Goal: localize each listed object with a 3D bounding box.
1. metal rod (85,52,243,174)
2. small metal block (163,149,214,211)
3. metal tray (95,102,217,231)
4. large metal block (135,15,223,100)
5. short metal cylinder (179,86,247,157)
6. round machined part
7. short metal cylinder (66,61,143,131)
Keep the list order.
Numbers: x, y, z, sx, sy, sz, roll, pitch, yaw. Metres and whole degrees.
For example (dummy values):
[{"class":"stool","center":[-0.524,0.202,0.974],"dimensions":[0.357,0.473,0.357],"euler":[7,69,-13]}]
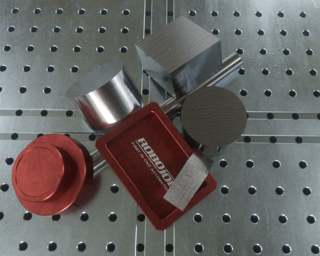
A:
[{"class":"metal rod","center":[-0.008,-0.012,0.418],"dimensions":[0.301,0.025,0.025],"euler":[-36,74,-12]},{"class":"small metal block","center":[0.033,0.057,0.347],"dimensions":[0.025,0.050,0.050],"euler":[33,109,9]},{"class":"metal tray","center":[-0.005,0.045,0.377],"dimensions":[0.090,0.030,0.130],"euler":[-36,87,-12]},{"class":"large metal block","center":[0.026,-0.098,0.422],"dimensions":[0.080,0.050,0.080],"euler":[-35,54,-12]},{"class":"short metal cylinder","center":[0.066,-0.007,0.401],"dimensions":[0.081,0.050,0.080],"euler":[0,70,0]},{"class":"round machined part","center":[-0.133,0.054,0.368],"dimensions":[0.098,0.042,0.098],"euler":[-4,75,15]},{"class":"short metal cylinder","center":[-0.069,-0.042,0.391],"dimensions":[0.080,0.050,0.080],"euler":[-21,31,14]}]
